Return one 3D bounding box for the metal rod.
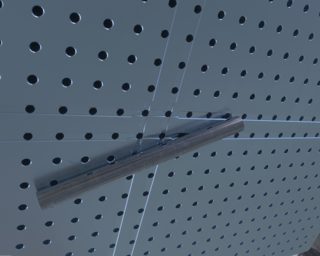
[{"bbox_3d":[-0.014,0.042,0.430,0.302,0.025,0.025,-20,126,-17],"label":"metal rod"}]
